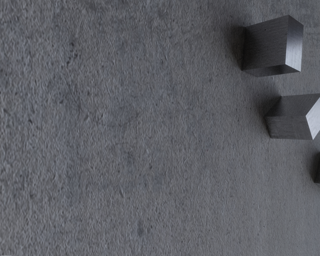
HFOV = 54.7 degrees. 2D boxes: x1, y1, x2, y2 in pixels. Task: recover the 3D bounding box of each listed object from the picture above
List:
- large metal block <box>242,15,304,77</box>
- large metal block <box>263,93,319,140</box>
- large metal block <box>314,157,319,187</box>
[{"bbox_3d":[0.191,-0.136,0.529,0.050,0.080,0.080,9,84,-40],"label":"large metal block"},{"bbox_3d":[0.257,-0.022,0.584,0.080,0.080,0.050,-40,115,-33],"label":"large metal block"},{"bbox_3d":[0.417,0.111,0.738,0.080,0.050,0.080,34,69,-35],"label":"large metal block"}]
